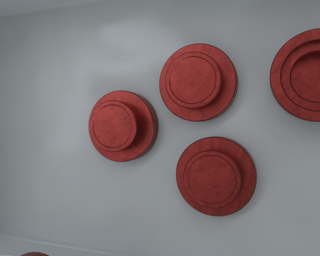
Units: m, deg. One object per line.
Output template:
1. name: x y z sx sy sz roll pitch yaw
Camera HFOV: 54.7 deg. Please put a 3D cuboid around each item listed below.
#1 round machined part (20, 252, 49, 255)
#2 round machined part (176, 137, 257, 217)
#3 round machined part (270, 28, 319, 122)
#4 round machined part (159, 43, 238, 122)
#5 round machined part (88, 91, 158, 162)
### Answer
1. round machined part: -0.141 0.187 0.325 0.098 0.042 0.097 0 90 19
2. round machined part: 0.066 0.059 0.378 0.098 0.042 0.097 0 90 19
3. round machined part: 0.173 -0.055 0.341 0.098 0.042 0.097 0 90 19
4. round machined part: 0.045 -0.057 0.385 0.098 0.042 0.097 0 90 19
5. round machined part: -0.055 -0.002 0.420 0.098 0.042 0.097 0 90 19
